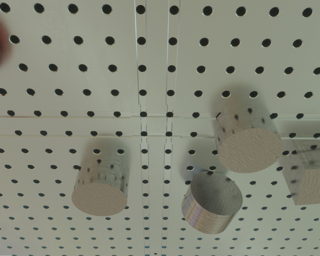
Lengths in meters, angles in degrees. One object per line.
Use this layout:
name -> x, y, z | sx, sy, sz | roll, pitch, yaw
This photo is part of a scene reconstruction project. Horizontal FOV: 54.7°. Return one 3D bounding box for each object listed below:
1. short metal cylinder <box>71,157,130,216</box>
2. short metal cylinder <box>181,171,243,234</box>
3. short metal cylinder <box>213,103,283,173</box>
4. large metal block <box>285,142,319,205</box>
short metal cylinder -> -0.088, 0.090, 0.471 | 0.081, 0.050, 0.079 | 0, 130, 0
short metal cylinder -> 0.078, 0.113, 0.472 | 0.081, 0.080, 0.050 | 10, 129, -9
short metal cylinder -> 0.114, 0.014, 0.408 | 0.081, 0.050, 0.079 | 0, 130, 0
large metal block -> 0.238, 0.066, 0.454 | 0.080, 0.050, 0.080 | -5, 130, 4
